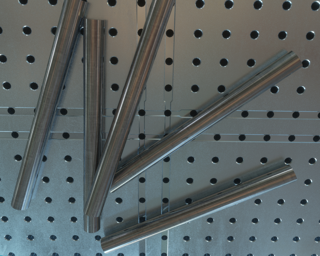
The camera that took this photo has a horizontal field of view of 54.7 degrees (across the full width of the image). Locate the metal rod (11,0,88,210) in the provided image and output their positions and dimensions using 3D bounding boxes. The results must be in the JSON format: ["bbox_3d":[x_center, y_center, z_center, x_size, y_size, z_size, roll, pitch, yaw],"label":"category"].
[{"bbox_3d":[-0.150,-0.019,0.404,0.025,0.025,0.298,20,109,-8],"label":"metal rod"}]

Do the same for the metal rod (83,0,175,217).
[{"bbox_3d":[-0.043,-0.020,0.391,0.025,0.025,0.298,19,104,-7],"label":"metal rod"}]

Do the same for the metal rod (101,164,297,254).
[{"bbox_3d":[0.052,0.123,0.459,0.301,0.025,0.025,-23,109,8],"label":"metal rod"}]

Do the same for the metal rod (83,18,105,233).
[{"bbox_3d":[-0.090,0.011,0.416,0.025,0.025,0.298,4,110,-2],"label":"metal rod"}]

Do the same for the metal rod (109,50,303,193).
[{"bbox_3d":[0.048,-0.002,0.413,0.300,0.025,0.025,-35,107,11],"label":"metal rod"}]
